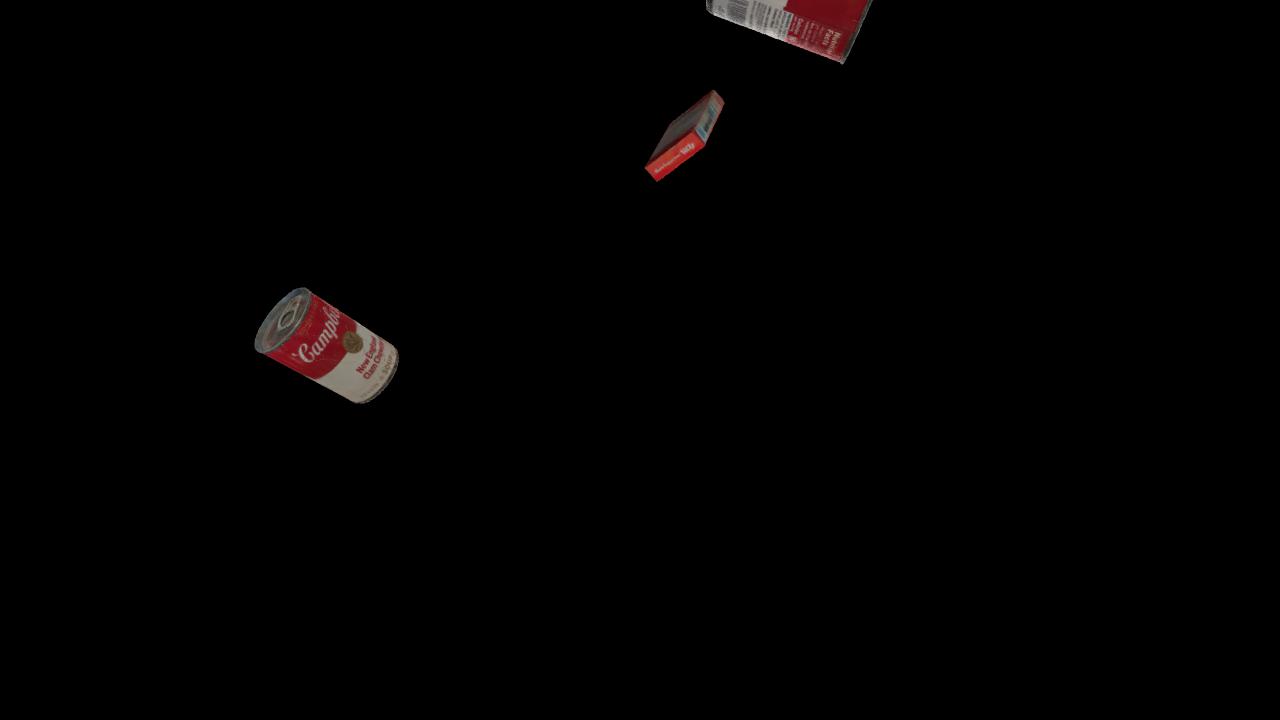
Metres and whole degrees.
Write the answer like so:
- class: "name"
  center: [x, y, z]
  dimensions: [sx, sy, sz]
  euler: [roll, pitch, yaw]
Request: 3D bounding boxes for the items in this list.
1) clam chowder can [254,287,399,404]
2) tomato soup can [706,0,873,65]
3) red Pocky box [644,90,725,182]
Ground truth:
- class: "clam chowder can"
  center: [-0.285, -0.010, 0.568]
  dimensions: [0.068, 0.068, 0.102]
  euler: [0, -30, 35]
- class: "tomato soup can"
  center: [0.103, -0.248, 0.407]
  dimensions: [0.101, 0.068, 0.068]
  euler: [23, 3, 6]
- class: "red Pocky box"
  center: [0.060, -0.297, 0.809]
  dimensions: [0.083, 0.028, 0.155]
  euler: [-26, 28, 36]
